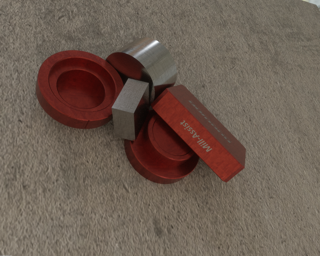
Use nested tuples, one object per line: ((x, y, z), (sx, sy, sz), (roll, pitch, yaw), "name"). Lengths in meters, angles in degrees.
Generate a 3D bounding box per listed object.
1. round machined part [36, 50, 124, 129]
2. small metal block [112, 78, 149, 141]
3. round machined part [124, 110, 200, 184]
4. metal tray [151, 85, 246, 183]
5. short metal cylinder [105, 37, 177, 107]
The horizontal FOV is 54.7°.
((-0.095, -0.041, 0.369), (0.099, 0.042, 0.098), (14, 56, -21), "round machined part")
((-0.033, -0.021, 0.363), (0.025, 0.050, 0.050), (15, 52, 9), "small metal block")
((0.008, 0.017, 0.390), (0.099, 0.042, 0.098), (14, 56, -21), "round machined part")
((0.055, 0.001, 0.404), (0.130, 0.030, 0.090), (46, 19, 3), "metal tray")
((-0.025, -0.070, 0.401), (0.080, 0.080, 0.050), (44, 51, 2), "short metal cylinder")
